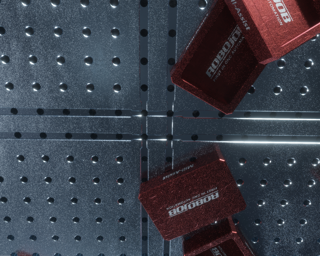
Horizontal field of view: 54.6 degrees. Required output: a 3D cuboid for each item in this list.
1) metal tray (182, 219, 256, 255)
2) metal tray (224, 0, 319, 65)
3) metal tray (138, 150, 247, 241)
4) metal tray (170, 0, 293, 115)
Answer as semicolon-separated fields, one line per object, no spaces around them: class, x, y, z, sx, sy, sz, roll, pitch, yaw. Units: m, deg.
metal tray;0.106;0.217;0.491;0.090;0.030;0.130;-30;108;10
metal tray;0.118;-0.146;0.328;0.090;0.030;0.130;-32;96;-11
metal tray;0.046;0.099;0.447;0.130;0.030;0.090;-25;108;9
metal tray;0.083;-0.093;0.376;0.090;0.030;0.129;29;107;-10
